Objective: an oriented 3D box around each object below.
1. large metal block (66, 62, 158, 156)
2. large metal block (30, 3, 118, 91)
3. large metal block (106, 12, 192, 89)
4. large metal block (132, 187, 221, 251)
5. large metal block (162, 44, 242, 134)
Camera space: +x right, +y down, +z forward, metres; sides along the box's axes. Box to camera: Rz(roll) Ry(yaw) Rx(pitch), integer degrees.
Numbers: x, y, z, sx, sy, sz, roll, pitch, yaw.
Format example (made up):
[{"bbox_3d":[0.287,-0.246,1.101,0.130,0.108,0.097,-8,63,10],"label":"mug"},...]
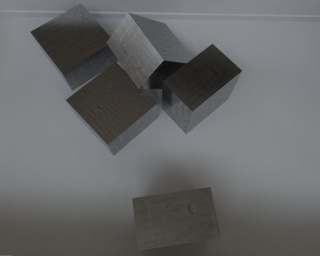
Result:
[{"bbox_3d":[-0.059,-0.024,0.405,0.080,0.050,0.080,-41,76,-14],"label":"large metal block"},{"bbox_3d":[-0.118,-0.114,0.437,0.080,0.050,0.080,-36,74,-12],"label":"large metal block"},{"bbox_3d":[-0.009,-0.098,0.410,0.050,0.081,0.080,-44,71,31],"label":"large metal block"},{"bbox_3d":[0.015,0.102,0.343,0.081,0.080,0.050,-8,71,-3],"label":"large metal block"},{"bbox_3d":[0.050,-0.047,0.398,0.080,0.080,0.050,-39,75,-13],"label":"large metal block"}]
